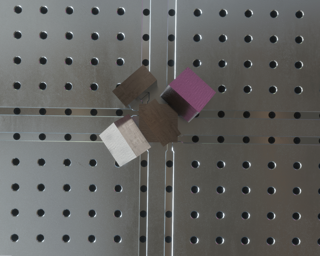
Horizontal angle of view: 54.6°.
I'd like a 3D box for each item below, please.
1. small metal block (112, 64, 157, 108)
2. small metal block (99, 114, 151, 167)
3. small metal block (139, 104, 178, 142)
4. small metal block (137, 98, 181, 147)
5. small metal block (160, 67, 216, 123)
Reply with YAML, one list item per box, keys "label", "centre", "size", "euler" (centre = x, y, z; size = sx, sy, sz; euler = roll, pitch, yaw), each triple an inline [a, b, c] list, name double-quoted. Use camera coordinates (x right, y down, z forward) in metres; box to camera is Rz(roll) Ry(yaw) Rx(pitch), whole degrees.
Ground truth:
- label: "small metal block"
  centre: [-0.031, -0.052, 0.401]
  size: [0.050, 0.050, 0.025]
  euler: [-41, 90, 0]
- label: "small metal block"
  centre: [-0.046, 0.017, 0.398]
  size: [0.025, 0.050, 0.050]
  euler: [-34, 90, -37]
- label: "small metal block"
  centre: [-0.002, -0.006, 0.413]
  size: [0.050, 0.025, 0.050]
  euler: [1, 90, -1]
- label: "small metal block"
  centre: [-0.001, -0.006, 0.376]
  size: [0.025, 0.050, 0.050]
  euler: [-36, 91, -1]
- label: "small metal block"
  centre: [0.037, -0.044, 0.400]
  size: [0.050, 0.025, 0.050]
  euler: [43, 50, 0]
